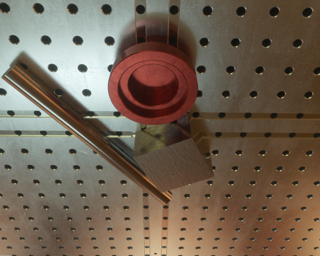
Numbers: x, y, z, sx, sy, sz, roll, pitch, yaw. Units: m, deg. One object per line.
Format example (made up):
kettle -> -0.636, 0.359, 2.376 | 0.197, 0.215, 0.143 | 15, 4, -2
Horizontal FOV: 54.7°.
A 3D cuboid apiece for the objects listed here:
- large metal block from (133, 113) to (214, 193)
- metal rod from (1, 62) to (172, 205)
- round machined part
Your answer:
large metal block -> 0.020, 0.036, 0.426 | 0.080, 0.050, 0.080 | -21, 127, 16
metal rod -> -0.081, 0.024, 0.431 | 0.025, 0.025, 0.300 | -30, 124, 23
round machined part -> -0.008, -0.054, 0.355 | 0.099, 0.042, 0.097 | 0, 130, 0
